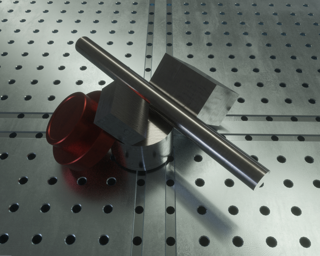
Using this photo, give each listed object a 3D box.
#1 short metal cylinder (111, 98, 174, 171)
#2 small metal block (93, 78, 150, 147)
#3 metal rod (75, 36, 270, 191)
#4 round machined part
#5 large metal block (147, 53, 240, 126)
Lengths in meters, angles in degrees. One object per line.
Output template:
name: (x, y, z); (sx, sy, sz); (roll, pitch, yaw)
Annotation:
short metal cylinder: (-0.023, 0.005, 0.381); (0.081, 0.050, 0.080); (0, 50, 0)
small metal block: (-0.039, -0.016, 0.332); (0.025, 0.050, 0.050); (-27, 42, 32)
metal rod: (-0.005, -0.033, 0.366); (0.025, 0.025, 0.300); (-36, 59, -26)
round machined part: (-0.094, -0.003, 0.360); (0.098, 0.042, 0.098); (-24, 48, 30)
large metal block: (0.044, -0.047, 0.399); (0.080, 0.050, 0.080); (39, 17, 27)
